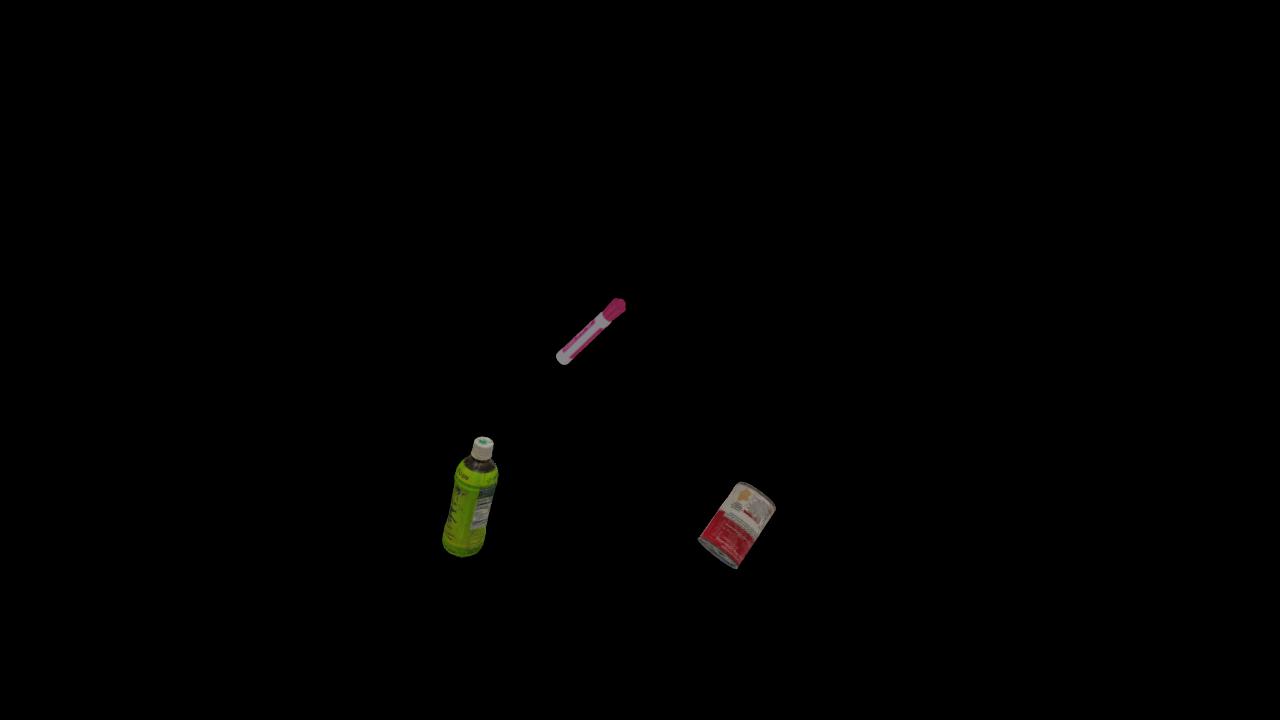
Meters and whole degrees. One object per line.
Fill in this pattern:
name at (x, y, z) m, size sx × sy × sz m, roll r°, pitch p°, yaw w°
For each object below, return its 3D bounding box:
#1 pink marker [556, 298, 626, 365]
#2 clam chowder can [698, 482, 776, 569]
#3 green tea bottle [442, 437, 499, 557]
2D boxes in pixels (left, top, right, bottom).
pink marker at (-0.058, -0.033, 0.722) m, size 0.020 × 0.020 × 0.121 m, roll 0°, pitch -32°, yaw -49°
clam chowder can at (0.138, 0.232, 0.868) m, size 0.068 × 0.102 × 0.068 m, roll 35°, pitch -18°, yaw 13°
green tea bottle at (-0.270, 0.218, 0.995) m, size 0.073 × 0.212 × 0.073 m, roll 16°, pitch 23°, yaw -7°
